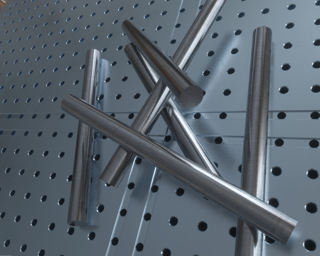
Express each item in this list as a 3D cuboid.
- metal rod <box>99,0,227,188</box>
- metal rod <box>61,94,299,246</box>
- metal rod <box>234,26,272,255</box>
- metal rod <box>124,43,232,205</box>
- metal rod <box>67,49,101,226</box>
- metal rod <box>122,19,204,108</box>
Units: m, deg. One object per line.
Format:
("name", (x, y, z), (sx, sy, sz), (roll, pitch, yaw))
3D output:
("metal rod", (0.011, -0.060, 0.406), (0.025, 0.025, 0.300), (20, 74, 36))
("metal rod", (-0.003, 0.029, 0.338), (0.300, 0.025, 0.025), (28, 77, 28))
("metal rod", (0.108, 0.005, 0.348), (0.025, 0.025, 0.300), (-2, 61, 27))
("metal rod", (0.010, -0.028, 0.421), (0.025, 0.025, 0.300), (-34, 51, 6))
("metal rod", (-0.111, -0.006, 0.471), (0.025, 0.025, 0.300), (-16, 55, 19))
("metal rod", (-0.012, -0.105, 0.429), (0.025, 0.025, 0.300), (-36, 35, 4))
